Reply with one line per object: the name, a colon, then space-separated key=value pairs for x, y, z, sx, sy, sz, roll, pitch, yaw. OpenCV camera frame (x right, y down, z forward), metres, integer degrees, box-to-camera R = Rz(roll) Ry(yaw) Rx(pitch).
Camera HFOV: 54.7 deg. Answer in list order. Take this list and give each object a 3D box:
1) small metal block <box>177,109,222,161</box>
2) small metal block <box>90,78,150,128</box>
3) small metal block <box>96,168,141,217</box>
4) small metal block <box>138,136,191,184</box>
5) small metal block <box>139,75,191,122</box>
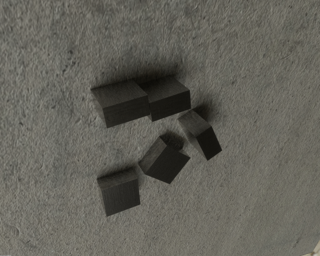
small metal block: x=0.055 y=0.009 z=0.426 sx=0.025 sy=0.050 sz=0.050 roll=-35 pitch=129 yaw=-5
small metal block: x=-0.045 y=-0.029 z=0.348 sx=0.050 sy=0.050 sz=0.025 roll=-19 pitch=126 yaw=-18
small metal block: x=-0.057 y=0.089 z=0.431 sx=0.050 sy=0.025 sz=0.050 roll=-16 pitch=125 yaw=-19
small metal block: x=0.006 y=0.047 z=0.439 sx=0.050 sy=0.025 sz=0.050 roll=29 pitch=102 yaw=-38
small metal block: x=0.002 y=-0.037 z=0.369 sx=0.050 sy=0.050 sz=0.025 roll=-20 pitch=126 yaw=-17
